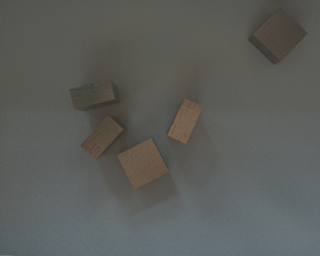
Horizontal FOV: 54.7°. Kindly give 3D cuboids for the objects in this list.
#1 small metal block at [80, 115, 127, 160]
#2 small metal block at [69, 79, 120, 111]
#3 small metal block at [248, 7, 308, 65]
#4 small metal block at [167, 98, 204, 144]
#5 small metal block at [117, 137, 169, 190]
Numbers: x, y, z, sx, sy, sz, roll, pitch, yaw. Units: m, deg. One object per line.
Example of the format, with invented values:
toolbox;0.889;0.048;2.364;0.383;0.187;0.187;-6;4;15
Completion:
small metal block;-0.070;0.011;0.398;0.025;0.050;0.050;43;90;0
small metal block;-0.082;-0.041;0.398;0.050;0.050;0.025;-14;90;0
small metal block;0.156;-0.122;0.412;0.050;0.025;0.050;44;90;0
small metal block;0.031;-0.009;0.399;0.025;0.050;0.050;25;90;0
small metal block;-0.022;0.046;0.411;0.050;0.025;0.050;-27;90;0
